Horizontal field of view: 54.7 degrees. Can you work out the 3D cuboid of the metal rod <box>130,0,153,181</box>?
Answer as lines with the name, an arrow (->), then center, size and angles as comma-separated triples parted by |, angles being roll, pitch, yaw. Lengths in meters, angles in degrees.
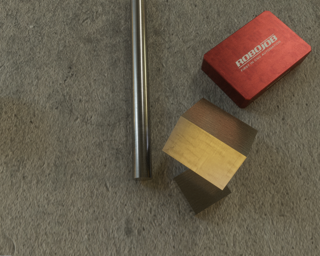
metal rod -> -0.028, -0.077, 0.435 | 0.025, 0.025, 0.299 | -2, 70, -1

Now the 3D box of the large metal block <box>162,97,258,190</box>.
large metal block -> 0.062, 0.014, 0.368 | 0.080, 0.050, 0.080 | 33, 30, 11

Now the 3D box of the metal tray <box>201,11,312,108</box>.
metal tray -> 0.136, -0.100, 0.444 | 0.131, 0.030, 0.090 | -37, 75, -13

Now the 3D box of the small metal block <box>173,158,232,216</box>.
small metal block -> 0.051, 0.073, 0.382 | 0.050, 0.025, 0.050 | -29, 73, -10
